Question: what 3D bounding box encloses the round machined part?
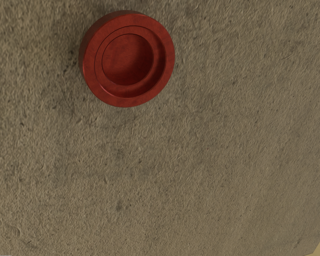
[{"bbox_3d":[-0.037,-0.074,0.329,0.099,0.042,0.097,-14,124,-21],"label":"round machined part"}]
